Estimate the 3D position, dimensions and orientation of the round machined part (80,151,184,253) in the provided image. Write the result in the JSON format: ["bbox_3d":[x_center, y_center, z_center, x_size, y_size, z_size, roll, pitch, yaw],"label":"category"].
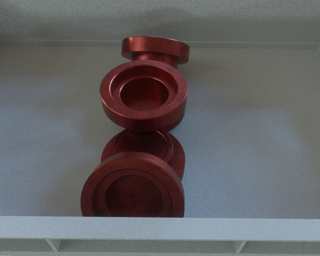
[{"bbox_3d":[-0.025,0.070,0.310,0.099,0.097,0.042,5,13,3],"label":"round machined part"}]

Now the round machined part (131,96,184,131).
[{"bbox_3d":[-0.014,-0.041,0.426,0.099,0.042,0.098,0,50,0],"label":"round machined part"}]

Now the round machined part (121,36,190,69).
[{"bbox_3d":[-0.008,-0.101,0.453,0.099,0.098,0.042,5,93,4],"label":"round machined part"}]

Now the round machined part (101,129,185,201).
[{"bbox_3d":[-0.020,0.034,0.362,0.099,0.042,0.098,0,50,0],"label":"round machined part"}]

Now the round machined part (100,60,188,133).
[{"bbox_3d":[-0.018,-0.033,0.364,0.099,0.042,0.098,0,50,0],"label":"round machined part"}]
